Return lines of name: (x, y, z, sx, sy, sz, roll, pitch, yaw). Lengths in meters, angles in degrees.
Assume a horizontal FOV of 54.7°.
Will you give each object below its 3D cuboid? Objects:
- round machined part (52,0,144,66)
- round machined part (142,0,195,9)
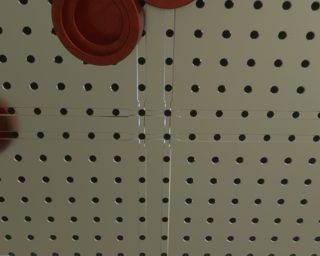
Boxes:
round machined part: (-0.066, -0.124, 0.349, 0.099, 0.042, 0.097, 5, 122, 8)
round machined part: (0.009, -0.182, 0.338, 0.099, 0.042, 0.097, 0, 110, -1)
